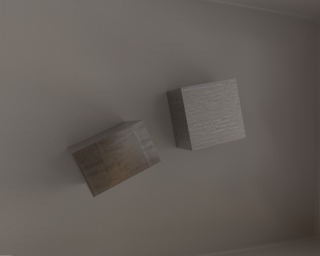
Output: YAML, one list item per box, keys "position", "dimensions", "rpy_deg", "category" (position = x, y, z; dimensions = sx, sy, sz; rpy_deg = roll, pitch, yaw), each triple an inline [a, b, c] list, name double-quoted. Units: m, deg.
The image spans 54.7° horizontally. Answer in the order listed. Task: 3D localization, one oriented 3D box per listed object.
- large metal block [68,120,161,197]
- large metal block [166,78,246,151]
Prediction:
- position: [-0.057, 0.031, 0.360]
  dimensions: [0.081, 0.080, 0.050]
  rpy_deg: [-26, 99, -18]
  category: "large metal block"
- position: [0.062, -0.019, 0.420]
  dimensions: [0.081, 0.050, 0.080]
  rpy_deg: [-12, 94, -20]
  category: "large metal block"
